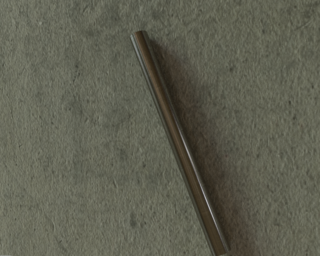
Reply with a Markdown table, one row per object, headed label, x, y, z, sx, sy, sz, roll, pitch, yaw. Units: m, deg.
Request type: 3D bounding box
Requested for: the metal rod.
| label | x | y | z | sx | sy | sz | roll | pitch | yaw |
| --- | --- | --- | --- | --- | --- | --- | --- | --- | --- |
| metal rod | 0.023 | 0.014 | 0.400 | 0.025 | 0.025 | 0.299 | -23 | 83 | 18 |
